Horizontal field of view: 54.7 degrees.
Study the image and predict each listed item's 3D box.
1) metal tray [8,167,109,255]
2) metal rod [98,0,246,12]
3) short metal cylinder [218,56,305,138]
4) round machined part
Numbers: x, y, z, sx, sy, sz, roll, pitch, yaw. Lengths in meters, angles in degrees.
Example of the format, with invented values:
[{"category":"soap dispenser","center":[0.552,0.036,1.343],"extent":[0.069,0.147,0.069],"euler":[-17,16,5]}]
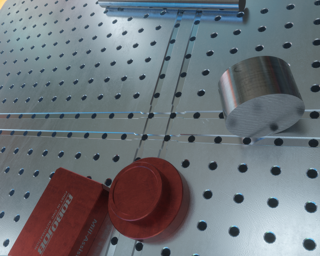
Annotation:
[{"category":"metal tray","center":[-0.125,0.123,0.395],"extent":[0.090,0.030,0.130],"euler":[13,68,33]},{"category":"metal rod","center":[0.003,-0.221,0.542],"extent":[0.300,0.025,0.025],"euler":[17,71,34]},{"category":"short metal cylinder","center":[0.107,-0.031,0.336],"extent":[0.080,0.080,0.050],"euler":[-17,55,19]},{"category":"round machined part","center":[-0.019,0.078,0.360],"extent":[0.098,0.042,0.098],"euler":[-13,56,21]}]
